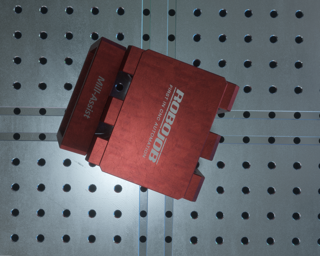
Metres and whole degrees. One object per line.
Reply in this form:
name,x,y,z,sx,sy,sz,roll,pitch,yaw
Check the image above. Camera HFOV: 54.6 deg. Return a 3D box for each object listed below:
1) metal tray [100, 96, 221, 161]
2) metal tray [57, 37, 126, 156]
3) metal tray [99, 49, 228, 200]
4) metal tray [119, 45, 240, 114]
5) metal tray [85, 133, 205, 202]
metal tray,0.000,0.001,0.380,0.131,0.090,0.030,20,89,-1
metal tray,-0.087,-0.039,0.378,0.030,0.090,0.129,21,90,-22
metal tray,0.003,-0.004,0.320,0.090,0.030,0.129,21,90,0
metal tray,0.022,-0.055,0.380,0.131,0.090,0.030,21,91,0
metal tray,-0.016,0.044,0.380,0.131,0.090,0.030,21,91,0
